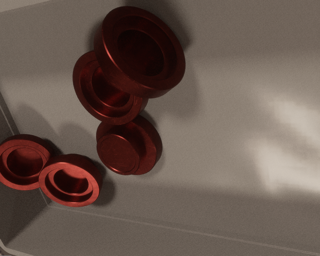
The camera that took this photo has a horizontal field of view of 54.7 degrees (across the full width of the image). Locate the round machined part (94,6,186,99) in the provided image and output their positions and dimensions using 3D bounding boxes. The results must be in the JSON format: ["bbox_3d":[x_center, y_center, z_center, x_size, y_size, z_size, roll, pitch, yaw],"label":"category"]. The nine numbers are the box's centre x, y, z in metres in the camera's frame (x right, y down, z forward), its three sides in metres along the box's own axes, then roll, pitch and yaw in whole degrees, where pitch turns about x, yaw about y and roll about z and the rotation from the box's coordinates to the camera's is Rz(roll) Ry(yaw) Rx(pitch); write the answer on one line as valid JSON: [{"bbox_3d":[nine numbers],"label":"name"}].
[{"bbox_3d":[-0.024,-0.075,0.328,0.098,0.098,0.042,49,139,-7],"label":"round machined part"}]

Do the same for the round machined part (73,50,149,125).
[{"bbox_3d":[-0.057,-0.056,0.392,0.098,0.042,0.097,13,124,20],"label":"round machined part"}]

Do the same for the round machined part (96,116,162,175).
[{"bbox_3d":[-0.050,0.028,0.440,0.098,0.042,0.097,13,124,20],"label":"round machined part"}]

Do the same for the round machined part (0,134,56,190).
[{"bbox_3d":[-0.228,0.054,0.529,0.099,0.042,0.097,-4,114,-9],"label":"round machined part"}]

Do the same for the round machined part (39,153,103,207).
[{"bbox_3d":[-0.142,0.081,0.508,0.099,0.042,0.097,3,124,4],"label":"round machined part"}]
